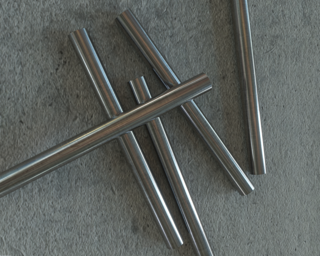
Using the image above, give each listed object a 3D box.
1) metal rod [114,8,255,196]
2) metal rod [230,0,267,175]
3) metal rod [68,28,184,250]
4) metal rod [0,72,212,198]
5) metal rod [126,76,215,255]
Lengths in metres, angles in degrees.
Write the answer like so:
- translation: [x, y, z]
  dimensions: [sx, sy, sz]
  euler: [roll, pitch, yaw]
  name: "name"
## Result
- translation: [0.040, -0.026, 0.423]
  dimensions: [0.025, 0.025, 0.300]
  euler: [-40, 103, -15]
  name: "metal rod"
- translation: [0.128, -0.081, 0.455]
  dimensions: [0.025, 0.025, 0.298]
  euler: [-8, 93, -20]
  name: "metal rod"
- translation: [-0.039, 0.020, 0.394]
  dimensions: [0.025, 0.025, 0.299]
  euler: [-27, 99, -18]
  name: "metal rod"
- translation: [-0.075, 0.011, 0.359]
  dimensions: [0.302, 0.025, 0.025]
  euler: [-27, 100, -10]
  name: "metal rod"
- translation: [0.023, 0.075, 0.417]
  dimensions: [0.025, 0.025, 0.299]
  euler: [-24, 98, -18]
  name: "metal rod"
